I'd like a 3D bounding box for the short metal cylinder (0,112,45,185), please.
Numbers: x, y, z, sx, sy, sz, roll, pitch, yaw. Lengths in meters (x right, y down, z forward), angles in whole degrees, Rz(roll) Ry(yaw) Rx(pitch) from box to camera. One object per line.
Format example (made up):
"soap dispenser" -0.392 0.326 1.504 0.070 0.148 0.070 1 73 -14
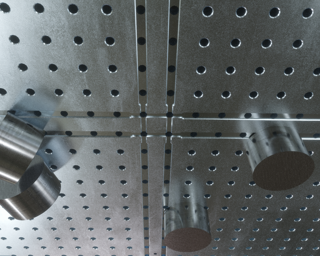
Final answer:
"short metal cylinder" -0.191 0.026 0.396 0.050 0.080 0.080 32 123 -24

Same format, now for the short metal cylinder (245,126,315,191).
"short metal cylinder" 0.165 0.043 0.434 0.081 0.050 0.079 0 130 0

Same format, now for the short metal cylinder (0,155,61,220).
"short metal cylinder" -0.192 0.084 0.445 0.080 0.080 0.050 -12 129 10

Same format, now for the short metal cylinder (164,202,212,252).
"short metal cylinder" 0.047 0.175 0.544 0.081 0.050 0.079 0 130 0
